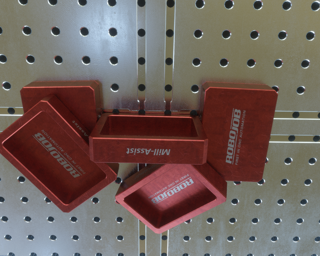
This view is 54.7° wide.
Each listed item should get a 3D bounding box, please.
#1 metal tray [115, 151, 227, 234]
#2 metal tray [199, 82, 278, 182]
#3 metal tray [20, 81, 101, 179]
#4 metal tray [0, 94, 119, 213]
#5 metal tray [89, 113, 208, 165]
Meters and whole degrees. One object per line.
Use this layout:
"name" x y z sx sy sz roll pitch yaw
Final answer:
"metal tray" 0.014 0.087 0.423 0.130 0.030 0.090 -37 108 30
"metal tray" 0.097 0.007 0.414 0.091 0.030 0.129 3 110 -2
"metal tray" -0.124 0.005 0.411 0.091 0.030 0.129 -1 111 0
"metal tray" -0.126 0.035 0.388 0.090 0.030 0.130 -36 107 11
"metal tray" -0.013 0.010 0.381 0.131 0.090 0.030 1 110 -1
